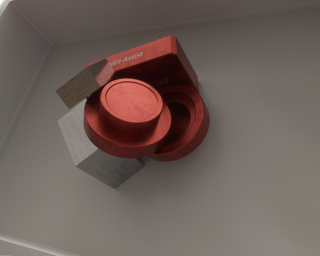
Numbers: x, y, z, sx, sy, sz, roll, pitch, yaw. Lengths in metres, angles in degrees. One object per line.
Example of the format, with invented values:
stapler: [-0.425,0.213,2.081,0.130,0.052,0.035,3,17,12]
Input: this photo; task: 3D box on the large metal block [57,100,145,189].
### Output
large metal block: [-0.074,0.020,0.394,0.050,0.080,0.080,-38,51,3]

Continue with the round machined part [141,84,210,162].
round machined part: [0.015,-0.003,0.387,0.098,0.042,0.098,-13,56,20]

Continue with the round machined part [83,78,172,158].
round machined part: [-0.034,-0.018,0.346,0.099,0.042,0.098,9,48,-10]

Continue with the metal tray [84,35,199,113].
metal tray: [-0.024,-0.063,0.411,0.130,0.090,0.030,-14,57,20]

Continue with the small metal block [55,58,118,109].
small metal block: [-0.084,-0.052,0.359,0.050,0.025,0.050,-30,12,24]
